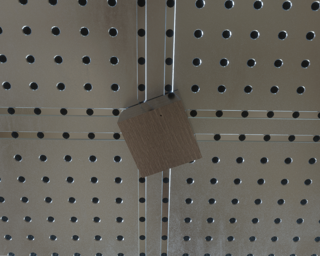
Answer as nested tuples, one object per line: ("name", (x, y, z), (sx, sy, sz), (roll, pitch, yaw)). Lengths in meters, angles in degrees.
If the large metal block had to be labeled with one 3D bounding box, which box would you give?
("large metal block", (0.001, 0.007, 0.400), (0.080, 0.050, 0.080), (-20, 109, 6))
